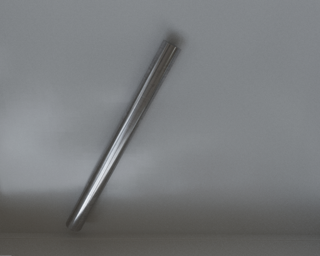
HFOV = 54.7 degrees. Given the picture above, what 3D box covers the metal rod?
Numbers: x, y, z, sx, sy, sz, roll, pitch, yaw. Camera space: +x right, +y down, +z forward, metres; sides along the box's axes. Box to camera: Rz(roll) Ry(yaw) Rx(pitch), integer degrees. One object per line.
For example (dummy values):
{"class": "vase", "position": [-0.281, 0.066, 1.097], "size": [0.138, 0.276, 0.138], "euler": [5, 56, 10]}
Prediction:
{"class": "metal rod", "position": [-0.057, 0.022, 0.418], "size": [0.025, 0.025, 0.298], "euler": [27, 108, -10]}
